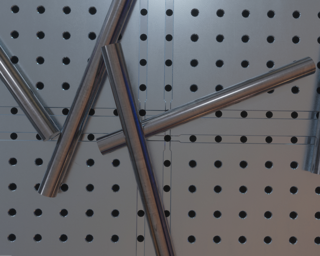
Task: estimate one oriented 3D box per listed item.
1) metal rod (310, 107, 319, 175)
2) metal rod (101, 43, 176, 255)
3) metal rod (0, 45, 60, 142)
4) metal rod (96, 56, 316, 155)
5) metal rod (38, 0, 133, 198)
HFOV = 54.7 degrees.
[{"bbox_3d":[0.238,-0.086,0.416,0.025,0.025,0.298,8,90,-1],"label":"metal rod"},{"bbox_3d":[-0.023,0.045,0.392,0.025,0.025,0.298,-14,99,0],"label":"metal rod"},{"bbox_3d":[-0.229,-0.112,0.410,0.025,0.025,0.299,-35,90,0],"label":"metal rod"},{"bbox_3d":[0.061,-0.030,0.414,0.301,0.025,0.025,-21,90,-1],"label":"metal rod"},{"bbox_3d":[-0.096,-0.052,0.412,0.025,0.025,0.299,21,90,-1],"label":"metal rod"}]
